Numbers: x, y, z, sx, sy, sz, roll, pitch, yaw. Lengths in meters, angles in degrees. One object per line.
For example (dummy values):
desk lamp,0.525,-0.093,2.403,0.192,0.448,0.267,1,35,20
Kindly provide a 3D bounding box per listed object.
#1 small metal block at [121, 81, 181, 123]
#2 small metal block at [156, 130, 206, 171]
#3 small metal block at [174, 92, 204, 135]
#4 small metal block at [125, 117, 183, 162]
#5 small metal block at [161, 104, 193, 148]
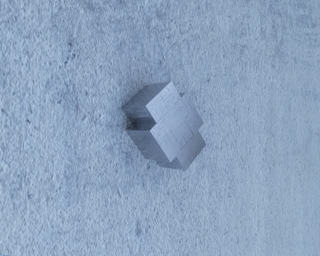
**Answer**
small metal block,-0.011,-0.031,0.382,0.050,0.050,0.025,-47,119,-30
small metal block,0.024,0.028,0.412,0.050,0.050,0.025,-47,119,-30
small metal block,0.022,-0.018,0.410,0.025,0.050,0.050,-49,119,-29
small metal block,-0.008,0.014,0.384,0.025,0.050,0.050,-48,119,-30
small metal block,0.007,-0.002,0.397,0.025,0.050,0.050,-48,119,-30
